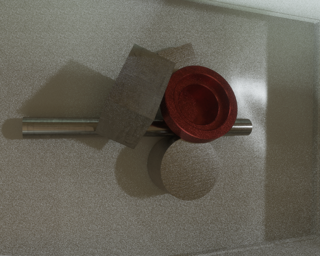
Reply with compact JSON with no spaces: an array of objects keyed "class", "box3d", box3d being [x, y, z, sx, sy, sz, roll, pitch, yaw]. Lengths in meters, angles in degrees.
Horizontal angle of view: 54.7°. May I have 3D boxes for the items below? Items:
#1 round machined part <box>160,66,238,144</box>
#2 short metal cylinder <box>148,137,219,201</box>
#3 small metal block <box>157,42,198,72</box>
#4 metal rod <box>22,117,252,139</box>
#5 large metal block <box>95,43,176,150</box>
[{"class":"round machined part","box3d":[0.046,-0.027,0.398,0.099,0.042,0.098,6,70,-18]},{"class":"short metal cylinder","box3d":[0.030,0.050,0.407,0.081,0.050,0.079,0,90,-21]},{"class":"small metal block","box3d":[0.023,-0.082,0.419,0.050,0.025,0.050,-22,98,-19]},{"class":"metal rod","box3d":[-0.013,-0.001,0.403,0.303,0.025,0.025,0,90,-21]},{"class":"large metal block","box3d":[-0.030,-0.033,0.354,0.050,0.080,0.080,25,59,-8]}]
